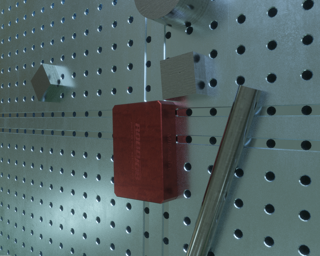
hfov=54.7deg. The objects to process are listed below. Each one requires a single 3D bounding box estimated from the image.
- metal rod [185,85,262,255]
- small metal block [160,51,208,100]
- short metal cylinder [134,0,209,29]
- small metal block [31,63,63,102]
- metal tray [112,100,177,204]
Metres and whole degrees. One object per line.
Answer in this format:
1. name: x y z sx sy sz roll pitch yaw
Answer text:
1. metal rod: 0.058 0.098 0.359 0.025 0.025 0.298 24 105 37
2. small metal block: 0.029 -0.062 0.384 0.050 0.025 0.050 -7 86 39
3. short metal cylinder: 0.014 -0.168 0.380 0.080 0.050 0.079 0 90 39
4. small metal block: -0.213 -0.084 0.582 0.050 0.025 0.050 -42 65 31
5. metal tray: -0.023 0.031 0.423 0.090 0.030 0.129 -2 89 39
